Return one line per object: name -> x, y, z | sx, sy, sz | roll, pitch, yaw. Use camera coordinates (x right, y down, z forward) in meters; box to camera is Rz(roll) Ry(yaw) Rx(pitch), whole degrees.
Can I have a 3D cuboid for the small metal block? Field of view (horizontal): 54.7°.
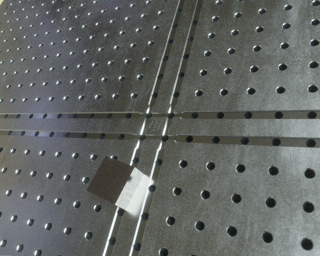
small metal block -> -0.057, 0.069, 0.394 | 0.050, 0.025, 0.050 | 16, 70, 34
